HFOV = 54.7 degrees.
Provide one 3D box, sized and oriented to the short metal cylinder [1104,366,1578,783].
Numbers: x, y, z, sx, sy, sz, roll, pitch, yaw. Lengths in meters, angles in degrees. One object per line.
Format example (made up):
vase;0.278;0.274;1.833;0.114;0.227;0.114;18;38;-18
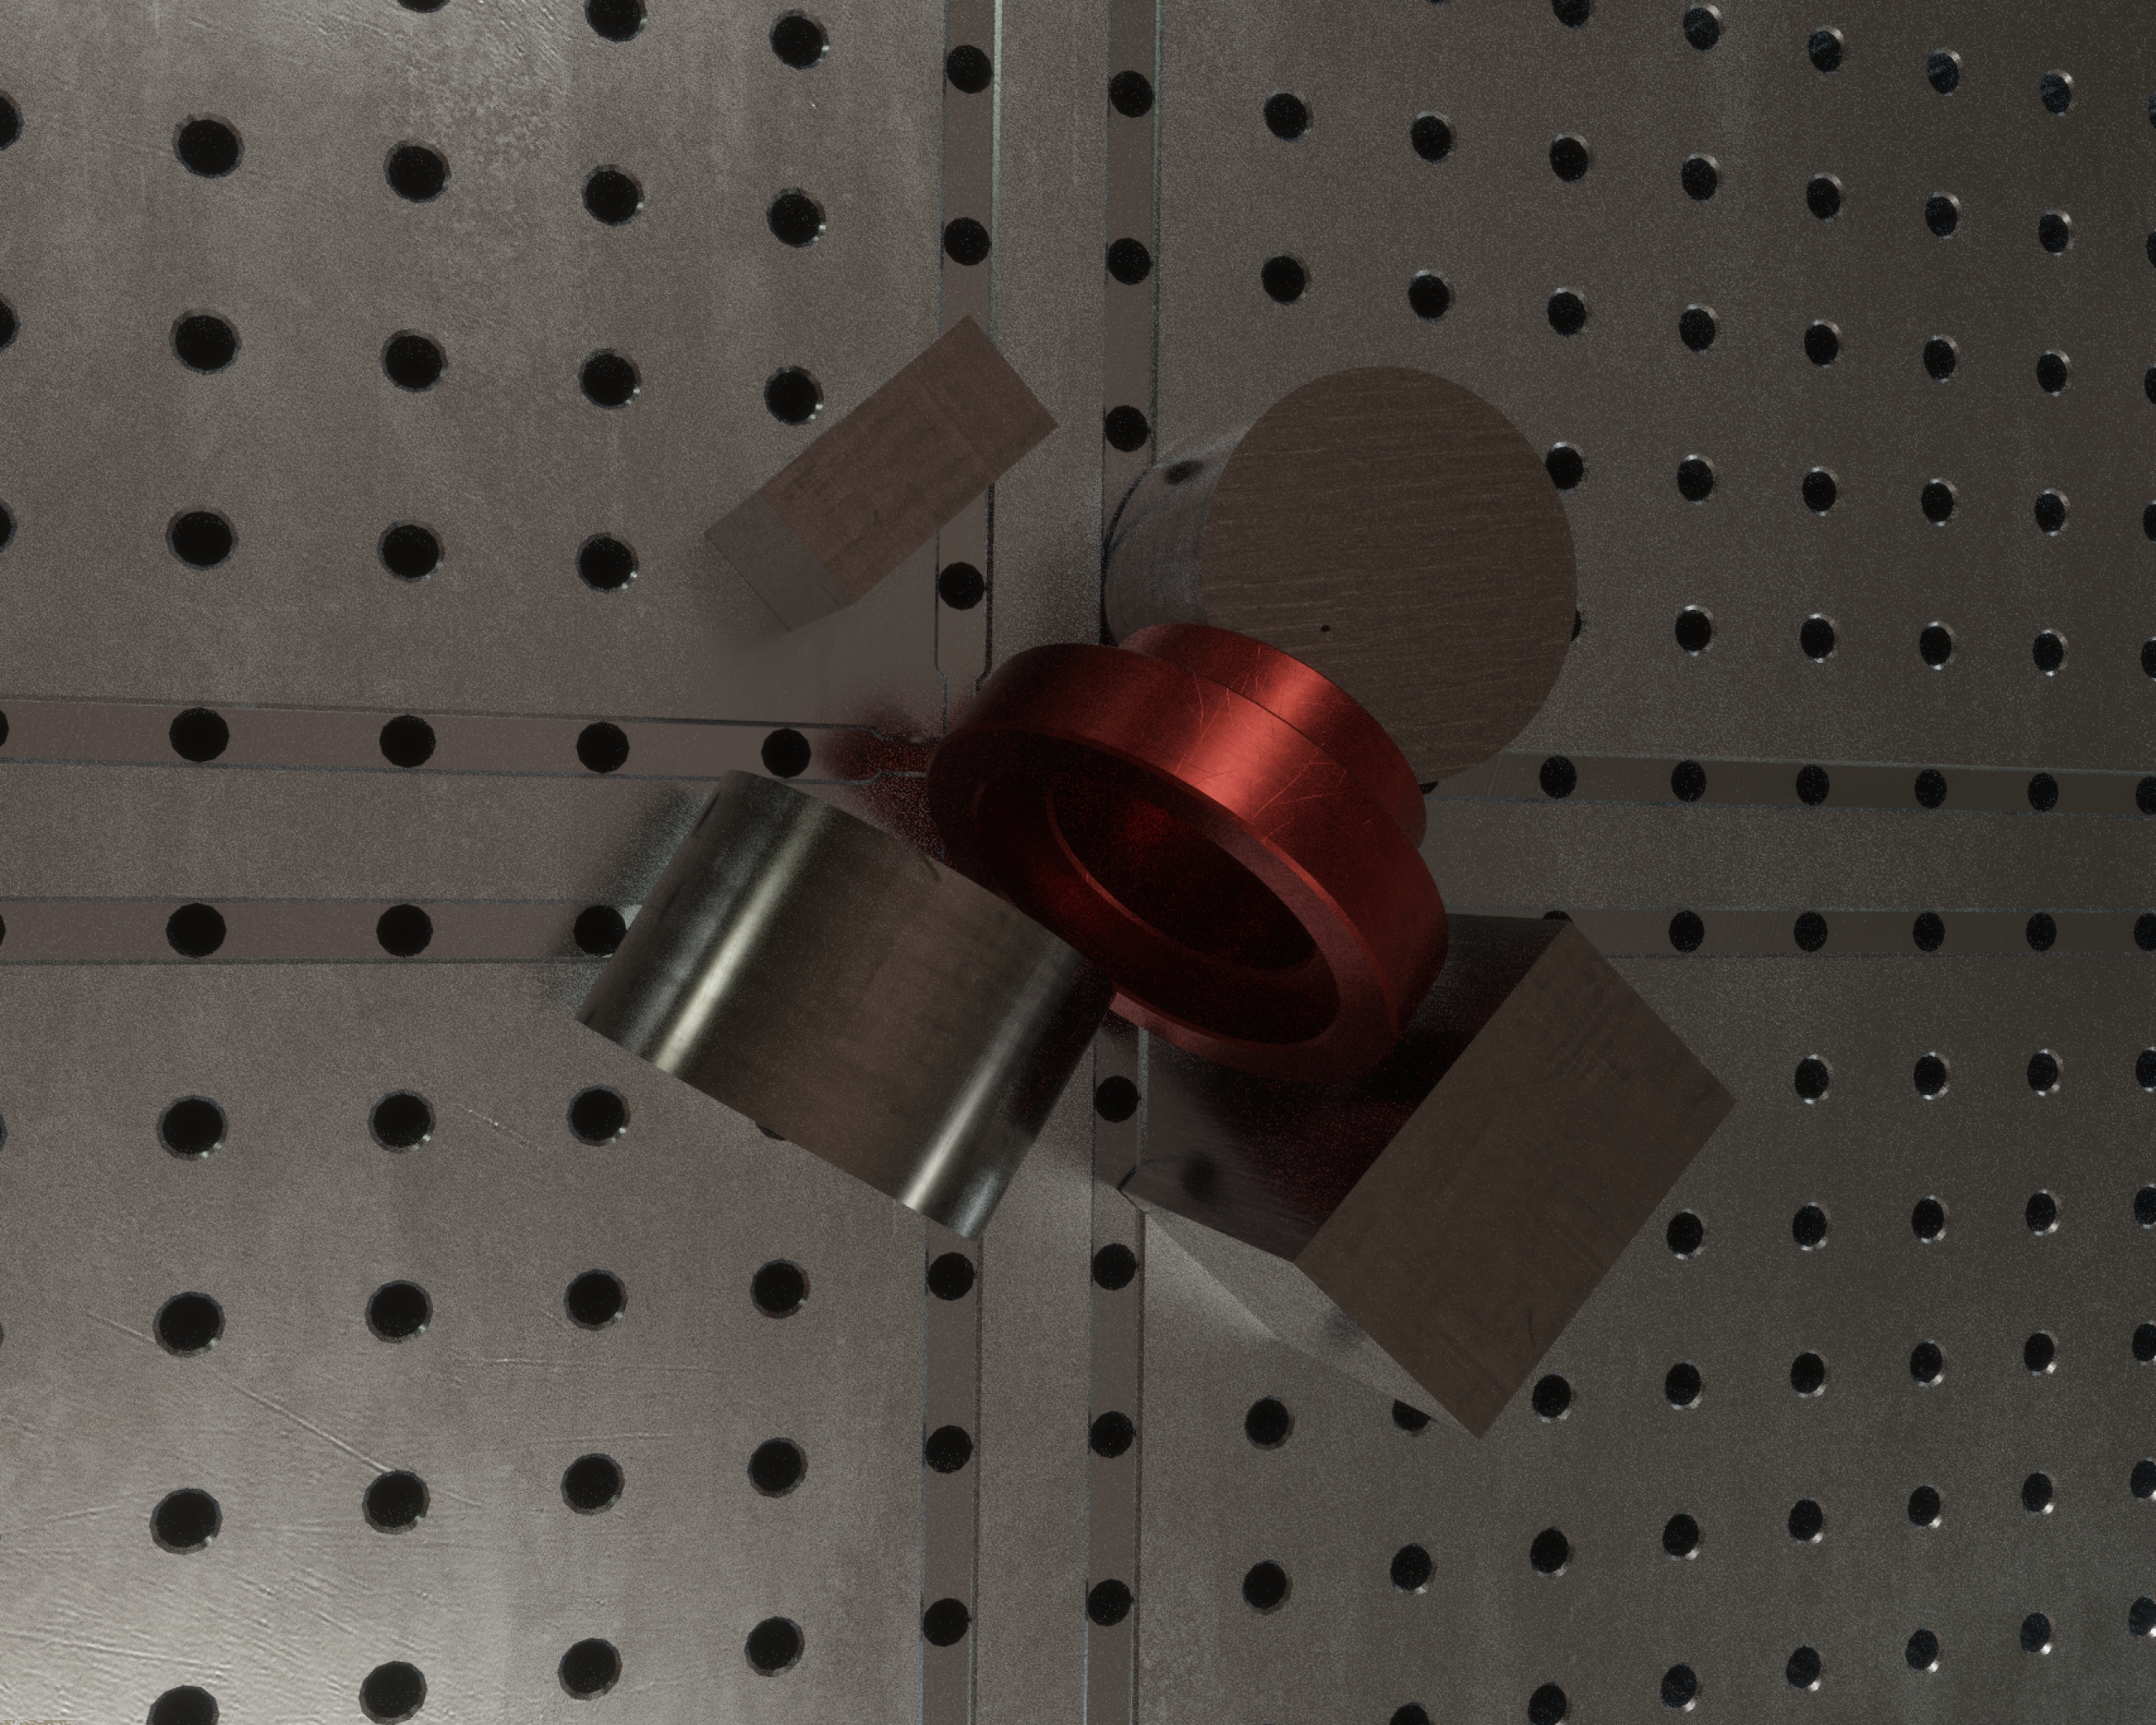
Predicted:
short metal cylinder;0.052;-0.055;0.419;0.081;0.050;0.079;0;90;-21

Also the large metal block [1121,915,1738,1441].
large metal block;0.066;0.056;0.410;0.050;0.080;0.080;45;76;-15

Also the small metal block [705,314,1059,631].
small metal block;-0.037;-0.071;0.386;0.050;0.050;0.025;-44;104;-15

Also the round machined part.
round machined part;0.024;-0.006;0.384;0.098;0.098;0.042;43;64;-16

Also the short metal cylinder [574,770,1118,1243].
short metal cylinder;-0.040;0.026;0.369;0.080;0.080;0.050;33;79;-18
